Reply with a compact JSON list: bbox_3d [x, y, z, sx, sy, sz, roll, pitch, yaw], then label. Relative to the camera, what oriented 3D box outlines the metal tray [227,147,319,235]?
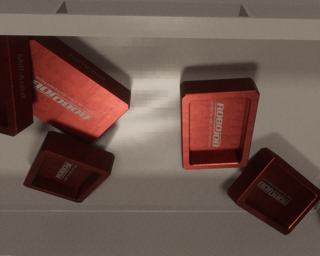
[{"bbox_3d":[0.176,0.099,0.469,0.130,0.030,0.090,35,97,-26],"label":"metal tray"}]

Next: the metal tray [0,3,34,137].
[{"bbox_3d":[-0.182,-0.062,0.317,0.090,0.030,0.129,14,119,9],"label":"metal tray"}]

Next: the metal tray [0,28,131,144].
[{"bbox_3d":[-0.112,-0.043,0.368,0.130,0.030,0.090,35,122,-26],"label":"metal tray"}]

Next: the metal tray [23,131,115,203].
[{"bbox_3d":[-0.130,0.060,0.433,0.090,0.030,0.129,24,141,-20],"label":"metal tray"}]

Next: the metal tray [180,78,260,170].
[{"bbox_3d":[0.073,-0.001,0.406,0.091,0.030,0.129,-3,130,2],"label":"metal tray"}]
